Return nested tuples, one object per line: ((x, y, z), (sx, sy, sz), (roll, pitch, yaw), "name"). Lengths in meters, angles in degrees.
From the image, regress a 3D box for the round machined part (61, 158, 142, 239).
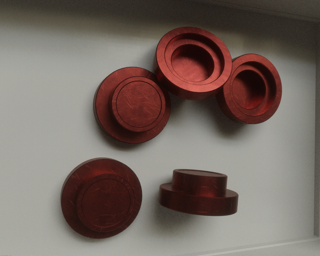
((-0.068, 0.086, 0.376), (0.099, 0.042, 0.097), (0, 90, -20), "round machined part")

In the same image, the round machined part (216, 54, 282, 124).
((0.122, -0.054, 0.446), (0.099, 0.042, 0.097), (0, 90, -20), "round machined part")

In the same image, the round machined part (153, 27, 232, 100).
((0.040, -0.079, 0.404), (0.099, 0.042, 0.098), (4, 68, -9), "round machined part")

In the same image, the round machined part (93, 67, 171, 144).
((-0.031, -0.029, 0.390), (0.099, 0.042, 0.097), (0, 90, -20), "round machined part")

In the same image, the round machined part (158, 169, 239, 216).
((0.049, 0.077, 0.390), (0.099, 0.098, 0.042), (6, 88, -20), "round machined part")
